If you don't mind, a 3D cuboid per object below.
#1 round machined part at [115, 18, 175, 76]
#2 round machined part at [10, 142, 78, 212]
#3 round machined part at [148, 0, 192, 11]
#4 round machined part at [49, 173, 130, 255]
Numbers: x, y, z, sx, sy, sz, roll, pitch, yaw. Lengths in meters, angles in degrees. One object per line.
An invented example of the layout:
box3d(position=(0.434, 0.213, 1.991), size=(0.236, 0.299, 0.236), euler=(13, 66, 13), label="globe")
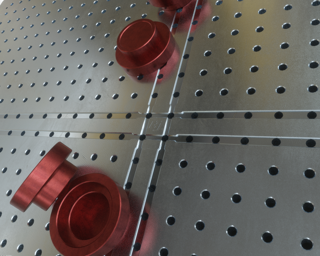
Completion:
box3d(position=(-0.029, -0.135, 0.494), size=(0.098, 0.042, 0.098), euler=(-13, 56, 20), label="round machined part")
box3d(position=(-0.145, 0.069, 0.407), size=(0.098, 0.042, 0.098), euler=(-51, 9, 12), label="round machined part")
box3d(position=(0.023, -0.242, 0.533), size=(0.098, 0.042, 0.098), euler=(-13, 56, 20), label="round machined part")
box3d(position=(-0.079, 0.107, 0.372), size=(0.098, 0.042, 0.098), euler=(-13, 56, 20), label="round machined part")
